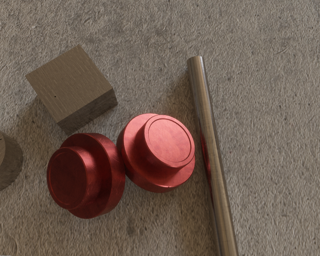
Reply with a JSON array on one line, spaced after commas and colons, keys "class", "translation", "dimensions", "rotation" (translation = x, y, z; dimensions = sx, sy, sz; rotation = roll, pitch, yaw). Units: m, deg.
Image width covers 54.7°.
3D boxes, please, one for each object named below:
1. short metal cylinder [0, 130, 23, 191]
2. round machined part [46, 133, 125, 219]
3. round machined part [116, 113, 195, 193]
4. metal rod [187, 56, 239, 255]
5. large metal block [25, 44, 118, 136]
[{"class": "short metal cylinder", "translation": [-0.219, 0.037, 0.379], "dimensions": [0.081, 0.050, 0.080], "rotation": [0, 70, 0]}, {"class": "round machined part", "translation": [-0.090, 0.054, 0.351], "dimensions": [0.098, 0.042, 0.097], "rotation": [0, 90, 34]}, {"class": "round machined part", "translation": [0.002, 0.023, 0.367], "dimensions": [0.099, 0.042, 0.098], "rotation": [18, 52, -24]}, {"class": "metal rod", "translation": [0.066, 0.044, 0.392], "dimensions": [0.025, 0.025, 0.299], "rotation": [-6, 70, -2]}, {"class": "large metal block", "translation": [-0.115, -0.050, 0.412], "dimensions": [0.080, 0.050, 0.080], "rotation": [-35, 74, -12]}]
